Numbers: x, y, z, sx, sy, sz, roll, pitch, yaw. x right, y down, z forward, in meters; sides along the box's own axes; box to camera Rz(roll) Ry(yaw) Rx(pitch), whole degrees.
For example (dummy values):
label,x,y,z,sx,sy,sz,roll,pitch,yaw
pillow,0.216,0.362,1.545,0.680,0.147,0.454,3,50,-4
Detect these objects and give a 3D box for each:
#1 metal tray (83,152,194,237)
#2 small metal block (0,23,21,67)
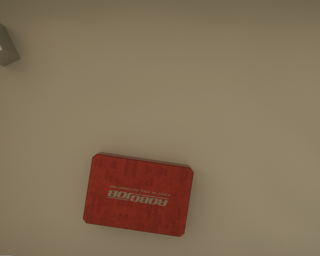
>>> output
label,x,y,z,sx,sy,sz,roll,pitch,yaw
metal tray,-0.028,0.086,0.409,0.131,0.030,0.089,9,90,-1
small metal block,-0.212,-0.111,0.396,0.025,0.050,0.050,-27,90,0
